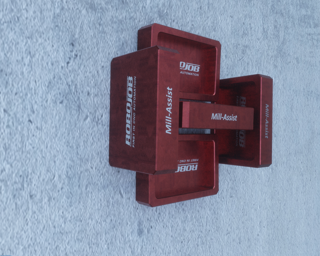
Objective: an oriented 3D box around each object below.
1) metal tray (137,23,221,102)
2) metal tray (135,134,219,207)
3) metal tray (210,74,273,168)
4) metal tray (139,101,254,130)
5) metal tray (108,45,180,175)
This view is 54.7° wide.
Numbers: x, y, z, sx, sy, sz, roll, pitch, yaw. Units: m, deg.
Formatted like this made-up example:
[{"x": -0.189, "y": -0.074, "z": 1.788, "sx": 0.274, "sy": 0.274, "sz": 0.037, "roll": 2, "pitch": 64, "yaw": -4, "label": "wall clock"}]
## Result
[{"x": 0.030, "y": -0.084, "z": 0.427, "sx": 0.131, "sy": 0.030, "sz": 0.089, "roll": 0, "pitch": 93, "yaw": -40, "label": "metal tray"}, {"x": 0.028, "y": 0.053, "z": 0.428, "sx": 0.131, "sy": 0.030, "sz": 0.089, "roll": 1, "pitch": 89, "yaw": -40, "label": "metal tray"}, {"x": 0.119, "y": -0.010, "z": 0.463, "sx": 0.030, "sy": 0.090, "sz": 0.129, "roll": 2, "pitch": 89, "yaw": -40, "label": "metal tray"}, {"x": 0.049, "y": -0.014, "z": 0.406, "sx": 0.131, "sy": 0.090, "sz": 0.030, "roll": 1, "pitch": 91, "yaw": -40, "label": "metal tray"}, {"x": -0.020, "y": -0.018, "z": 0.347, "sx": 0.030, "sy": 0.090, "sz": 0.129, "roll": 2, "pitch": 90, "yaw": -41, "label": "metal tray"}]
